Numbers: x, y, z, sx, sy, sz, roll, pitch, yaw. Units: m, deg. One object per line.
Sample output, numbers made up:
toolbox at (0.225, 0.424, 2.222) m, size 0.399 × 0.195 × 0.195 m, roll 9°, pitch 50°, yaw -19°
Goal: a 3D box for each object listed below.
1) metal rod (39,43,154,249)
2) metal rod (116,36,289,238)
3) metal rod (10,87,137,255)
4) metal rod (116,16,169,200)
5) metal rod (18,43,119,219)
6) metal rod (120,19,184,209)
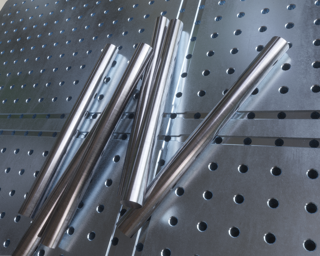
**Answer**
metal rod at (-0.081, 0.014, 0.426) m, size 0.025 × 0.025 × 0.300 m, roll 16°, pitch 75°, yaw 34°
metal rod at (0.056, 0.006, 0.376) m, size 0.300 × 0.025 × 0.025 m, roll -49°, pitch 51°, yaw -7°
metal rod at (-0.117, 0.057, 0.436) m, size 0.025 × 0.025 × 0.300 m, roll 18°, pitch 71°, yaw 35°
metal rod at (-0.018, -0.045, 0.446) m, size 0.025 × 0.025 × 0.300 m, roll -5°, pitch 59°, yaw 26°
metal rod at (-0.134, -0.008, 0.484) m, size 0.025 × 0.025 × 0.300 m, roll 8°, pitch 65°, yaw 32°
metal rod at (-0.003, -0.041, 0.418) m, size 0.025 × 0.025 × 0.300 m, roll -5°, pitch 54°, yaw 26°
